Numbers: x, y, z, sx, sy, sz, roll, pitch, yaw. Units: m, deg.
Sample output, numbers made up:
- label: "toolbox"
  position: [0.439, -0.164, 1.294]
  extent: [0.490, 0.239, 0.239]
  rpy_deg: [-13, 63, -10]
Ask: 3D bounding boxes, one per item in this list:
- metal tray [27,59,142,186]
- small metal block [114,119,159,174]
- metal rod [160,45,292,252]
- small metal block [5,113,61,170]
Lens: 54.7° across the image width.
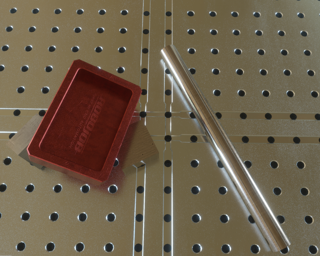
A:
- label: "metal tray"
  position: [-0.085, -0.008, 0.368]
  extent: [0.090, 0.030, 0.130]
  rpy_deg: [23, 65, -11]
- label: "small metal block"
  position: [-0.035, 0.024, 0.403]
  extent: [0.050, 0.025, 0.050]
  rpy_deg: [-24, 72, -9]
- label: "metal rod"
  position: [0.077, 0.013, 0.407]
  extent: [0.025, 0.025, 0.299]
  rpy_deg: [-25, 72, -9]
- label: "small metal block"
  position: [-0.153, 0.018, 0.388]
  extent: [0.025, 0.050, 0.050]
  rpy_deg: [33, 73, 23]
